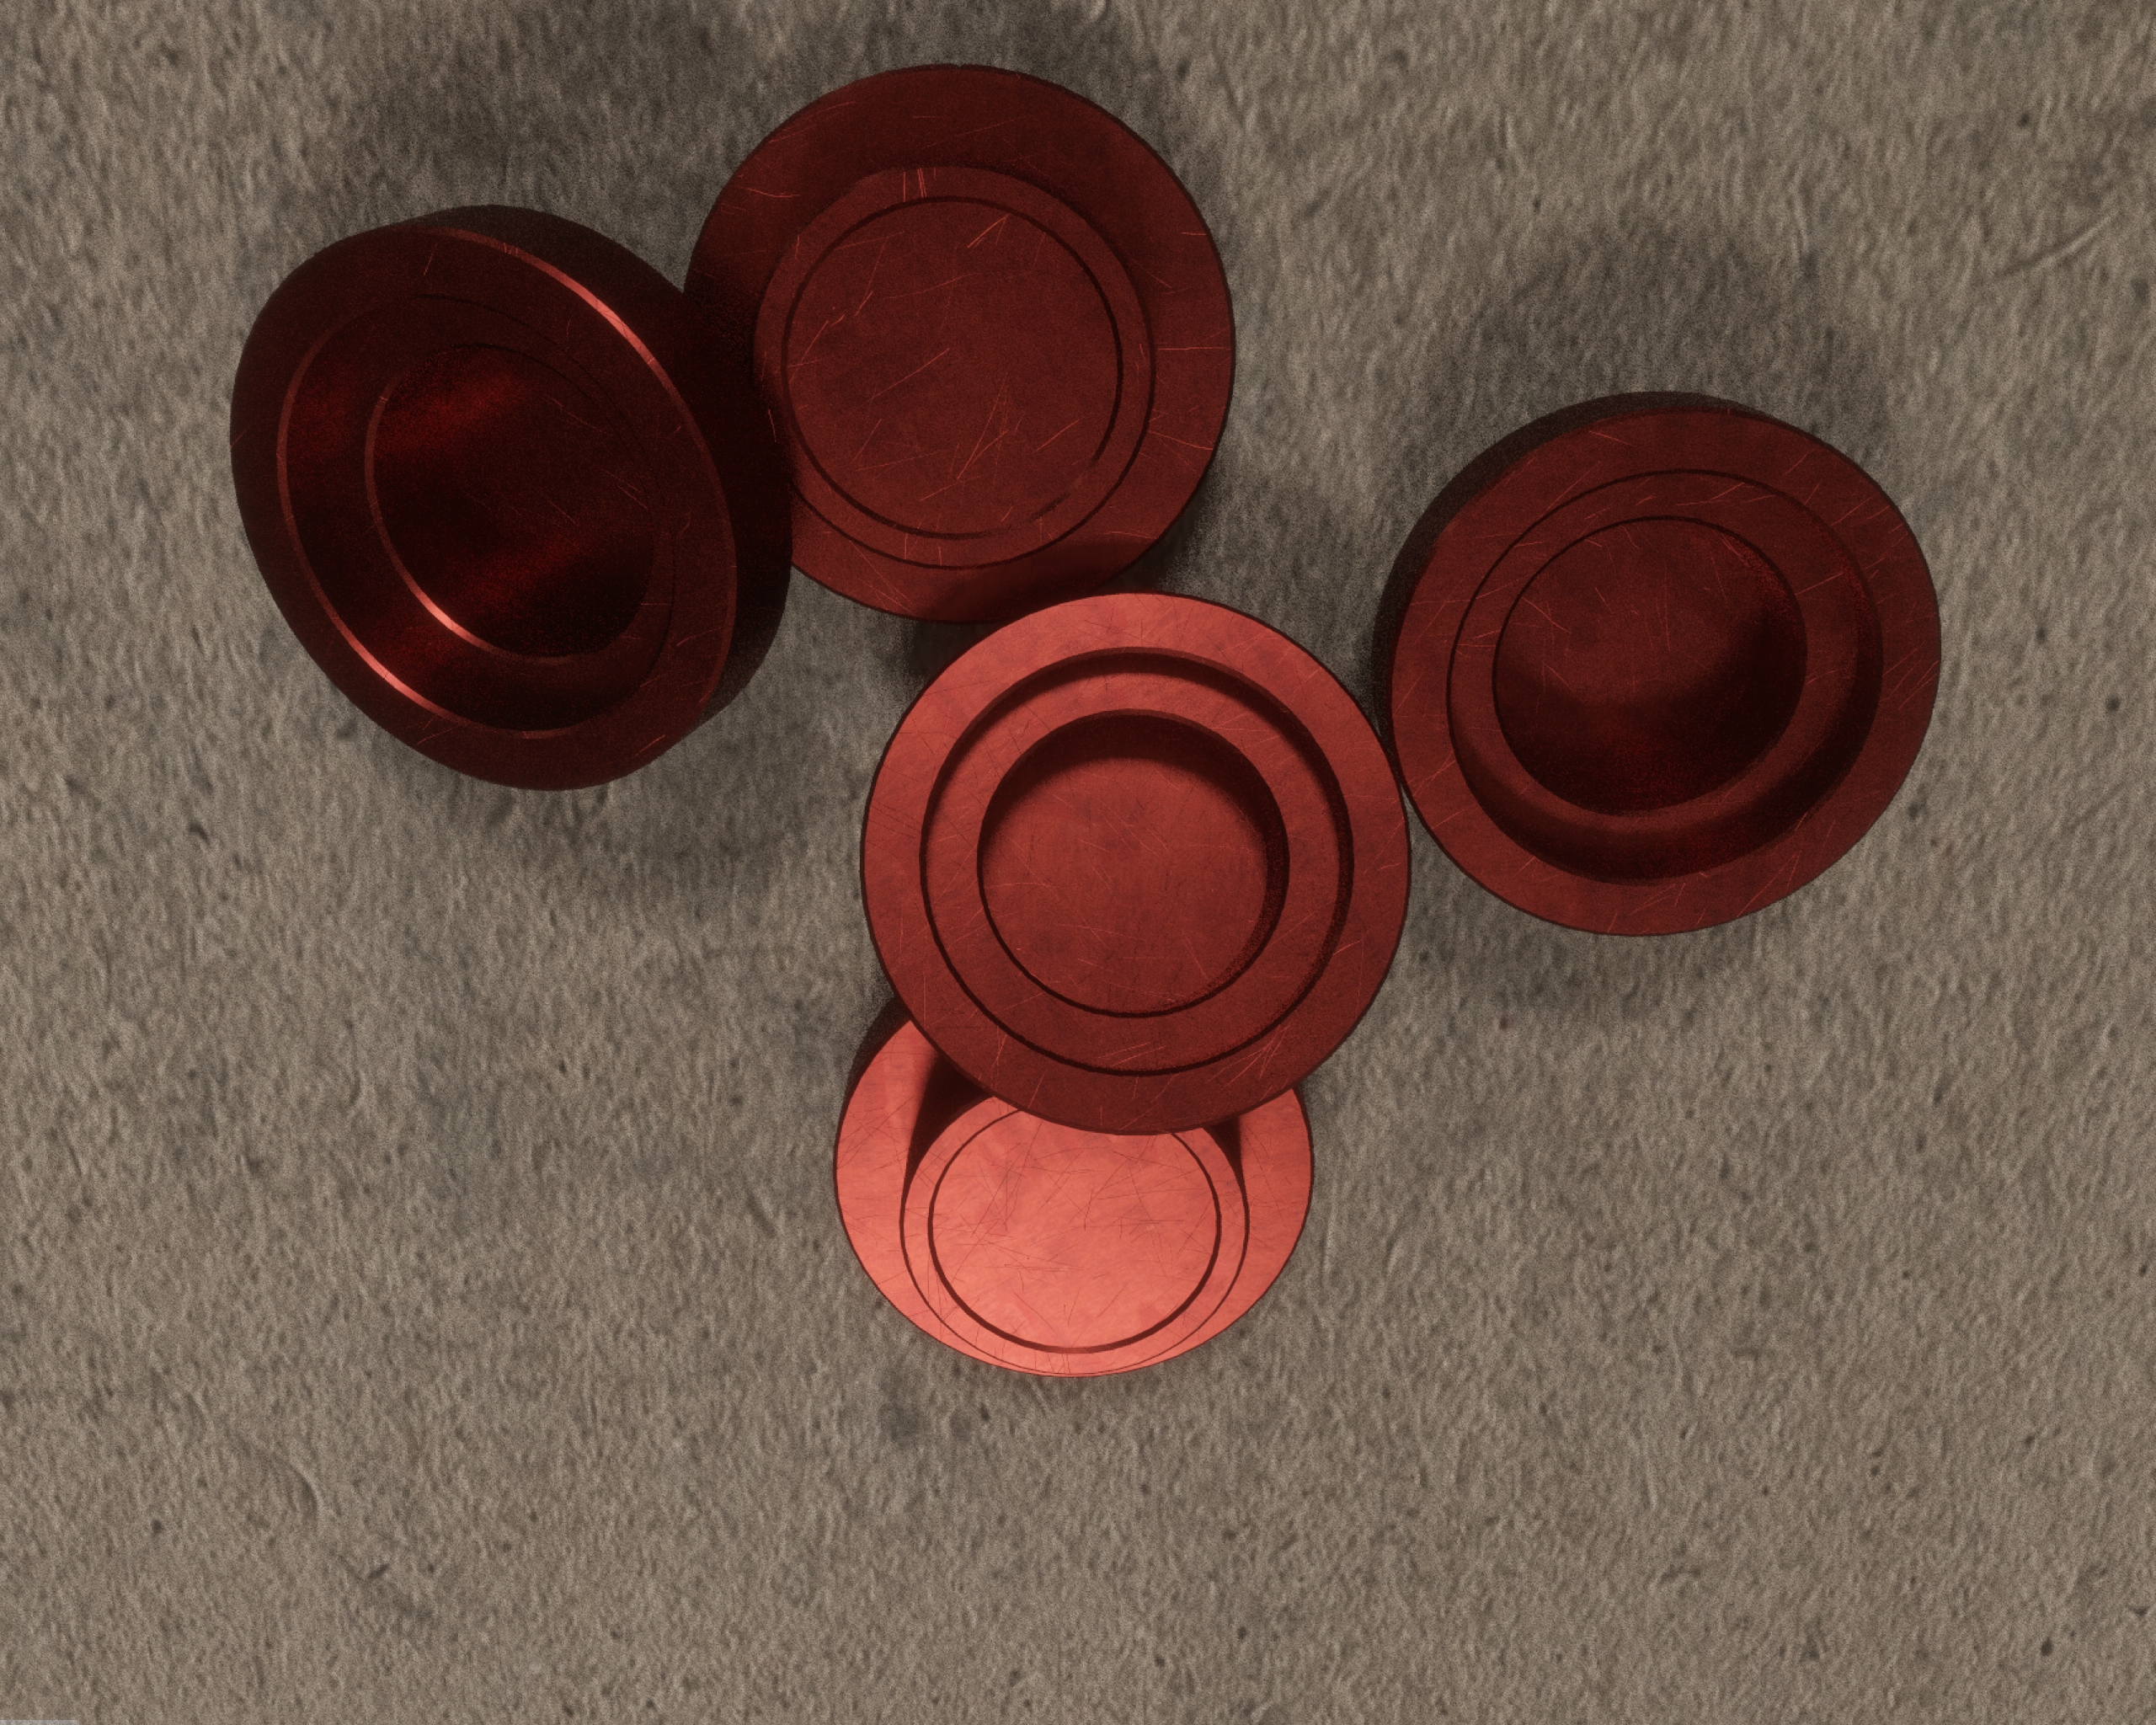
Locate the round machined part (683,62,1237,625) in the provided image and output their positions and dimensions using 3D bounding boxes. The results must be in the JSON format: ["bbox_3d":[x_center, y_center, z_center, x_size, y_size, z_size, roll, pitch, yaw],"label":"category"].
[{"bbox_3d":[-0.021,-0.089,0.368,0.099,0.042,0.097,0,110,-1],"label":"round machined part"}]

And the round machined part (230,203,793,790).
[{"bbox_3d":[-0.094,-0.065,0.365,0.098,0.042,0.097,10,119,18],"label":"round machined part"}]

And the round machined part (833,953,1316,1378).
[{"bbox_3d":[-0.001,0.064,0.425,0.099,0.042,0.097,0,110,-1],"label":"round machined part"}]

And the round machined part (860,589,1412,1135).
[{"bbox_3d":[0.010,0.000,0.391,0.099,0.042,0.097,0,87,-3],"label":"round machined part"}]

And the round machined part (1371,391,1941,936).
[{"bbox_3d":[0.104,-0.039,0.389,0.099,0.042,0.097,0,110,-1],"label":"round machined part"}]
